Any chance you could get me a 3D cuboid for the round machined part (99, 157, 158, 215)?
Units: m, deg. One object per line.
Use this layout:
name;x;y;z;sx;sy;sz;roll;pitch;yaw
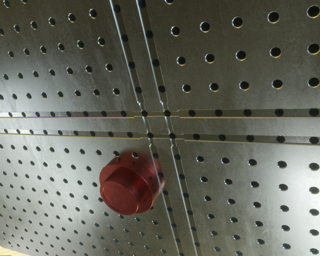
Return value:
round machined part;-0.055;0.099;0.491;0.098;0.042;0.097;13;124;21
